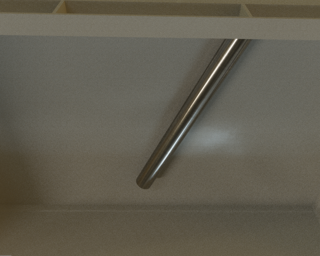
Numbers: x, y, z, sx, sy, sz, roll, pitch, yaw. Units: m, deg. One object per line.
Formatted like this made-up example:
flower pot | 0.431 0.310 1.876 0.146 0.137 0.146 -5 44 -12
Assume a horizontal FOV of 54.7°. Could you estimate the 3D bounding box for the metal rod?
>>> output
metal rod | 0.037 -0.019 0.393 0.025 0.025 0.298 19 127 -16
